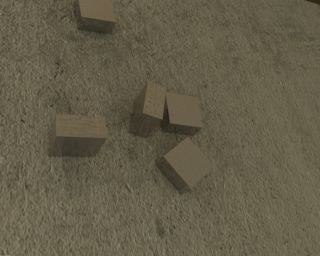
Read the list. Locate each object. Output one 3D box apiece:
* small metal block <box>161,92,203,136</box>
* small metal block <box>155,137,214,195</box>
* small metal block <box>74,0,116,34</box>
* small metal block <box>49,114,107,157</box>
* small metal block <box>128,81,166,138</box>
[{"bbox_3d":[0.028,-0.019,0.430,0.050,0.025,0.050,7,59,-25],"label":"small metal block"},{"bbox_3d":[0.031,0.047,0.392,0.050,0.025,0.050,49,51,6],"label":"small metal block"},{"bbox_3d":[-0.096,-0.168,0.455,0.050,0.025,0.050,-1,62,-29],"label":"small metal block"},{"bbox_3d":[-0.090,0.010,0.333,0.050,0.050,0.025,3,60,-27],"label":"small metal block"},{"bbox_3d":[-0.016,-0.023,0.392,0.025,0.050,0.050,19,54,-18],"label":"small metal block"}]
